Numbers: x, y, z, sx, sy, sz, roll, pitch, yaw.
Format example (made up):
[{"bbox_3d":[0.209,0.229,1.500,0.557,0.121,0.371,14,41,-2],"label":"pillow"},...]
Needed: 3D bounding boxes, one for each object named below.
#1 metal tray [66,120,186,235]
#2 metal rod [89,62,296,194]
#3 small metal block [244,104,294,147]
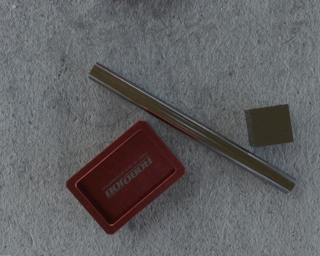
[{"bbox_3d":[-0.043,0.063,0.406,0.130,0.030,0.090,-40,91,-1],"label":"metal tray"},{"bbox_3d":[0.043,0.000,0.410,0.301,0.025,0.025,30,90,-1],"label":"metal rod"},{"bbox_3d":[0.144,-0.003,0.412,0.050,0.025,0.050,-8,90,-1],"label":"small metal block"}]
